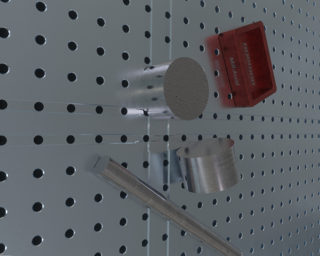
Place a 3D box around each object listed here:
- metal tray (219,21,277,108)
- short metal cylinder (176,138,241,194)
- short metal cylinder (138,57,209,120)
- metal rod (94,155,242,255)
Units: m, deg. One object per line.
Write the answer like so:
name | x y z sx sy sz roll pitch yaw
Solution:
metal tray | 0.155 -0.110 0.535 0.091 0.030 0.129 -28 108 -36
short metal cylinder | 0.067 0.050 0.431 0.081 0.080 0.050 -23 105 -38
short metal cylinder | 0.019 -0.049 0.409 0.081 0.050 0.079 0 90 -40
metal rod | 0.029 0.126 0.433 0.300 0.025 0.025 41 65 -32
